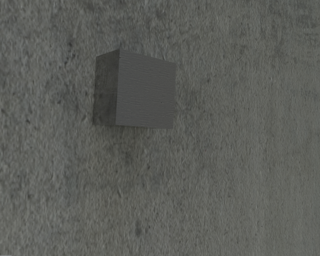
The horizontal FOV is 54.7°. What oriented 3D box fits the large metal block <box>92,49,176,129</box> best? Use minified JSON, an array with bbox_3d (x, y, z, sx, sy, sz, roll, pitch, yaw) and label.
[{"bbox_3d":[-0.029,-0.041,0.366,0.081,0.050,0.080,5,87,-40],"label":"large metal block"}]
